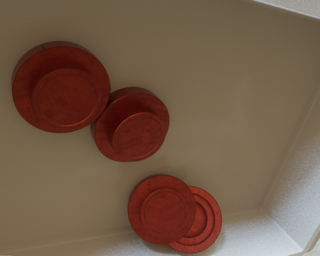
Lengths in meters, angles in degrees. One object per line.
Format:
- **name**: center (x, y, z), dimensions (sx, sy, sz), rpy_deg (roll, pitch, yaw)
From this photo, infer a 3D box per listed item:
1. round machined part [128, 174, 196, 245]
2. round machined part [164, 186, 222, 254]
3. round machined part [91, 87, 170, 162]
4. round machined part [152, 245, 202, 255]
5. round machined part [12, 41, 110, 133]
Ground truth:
- **round machined part**: center (0.004, 0.116, 0.439), dimensions (0.099, 0.042, 0.097), rpy_deg (1, 86, -9)
- **round machined part**: center (0.044, 0.142, 0.486), dimensions (0.098, 0.098, 0.042), rpy_deg (-32, 168, -8)
- **round machined part**: center (-0.032, 0.002, 0.382), dimensions (0.099, 0.042, 0.097), rpy_deg (-14, 124, -21)
- **round machined part**: center (0.037, 0.241, 0.570), dimensions (0.099, 0.042, 0.097), rpy_deg (-14, 124, -21)
- **round machined part**: center (-0.099, -0.036, 0.321), dimensions (0.099, 0.042, 0.097), rpy_deg (-14, 124, -21)
